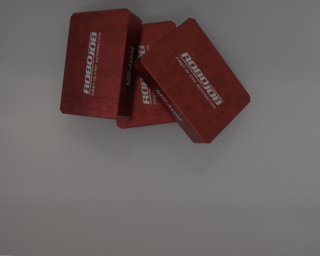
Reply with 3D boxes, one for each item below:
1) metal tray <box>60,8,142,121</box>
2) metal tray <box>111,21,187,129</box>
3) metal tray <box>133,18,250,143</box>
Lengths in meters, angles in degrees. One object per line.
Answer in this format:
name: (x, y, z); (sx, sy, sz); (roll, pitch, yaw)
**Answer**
metal tray: (-0.075, -0.078, 0.389); (0.090, 0.030, 0.129); (7, 90, 27)
metal tray: (-0.017, -0.068, 0.409); (0.091, 0.030, 0.129); (-7, 90, 0)
metal tray: (0.042, -0.056, 0.382); (0.090, 0.030, 0.130); (-44, 103, -19)
